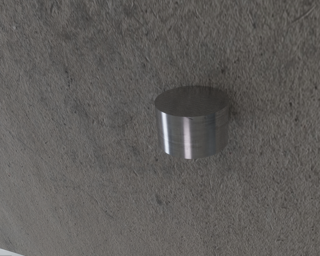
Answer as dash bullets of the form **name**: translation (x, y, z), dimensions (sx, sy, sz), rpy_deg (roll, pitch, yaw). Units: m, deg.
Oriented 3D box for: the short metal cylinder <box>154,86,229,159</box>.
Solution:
- **short metal cylinder**: translation (0.036, -0.009, 0.347), dimensions (0.080, 0.080, 0.050), rpy_deg (9, 122, 24)
